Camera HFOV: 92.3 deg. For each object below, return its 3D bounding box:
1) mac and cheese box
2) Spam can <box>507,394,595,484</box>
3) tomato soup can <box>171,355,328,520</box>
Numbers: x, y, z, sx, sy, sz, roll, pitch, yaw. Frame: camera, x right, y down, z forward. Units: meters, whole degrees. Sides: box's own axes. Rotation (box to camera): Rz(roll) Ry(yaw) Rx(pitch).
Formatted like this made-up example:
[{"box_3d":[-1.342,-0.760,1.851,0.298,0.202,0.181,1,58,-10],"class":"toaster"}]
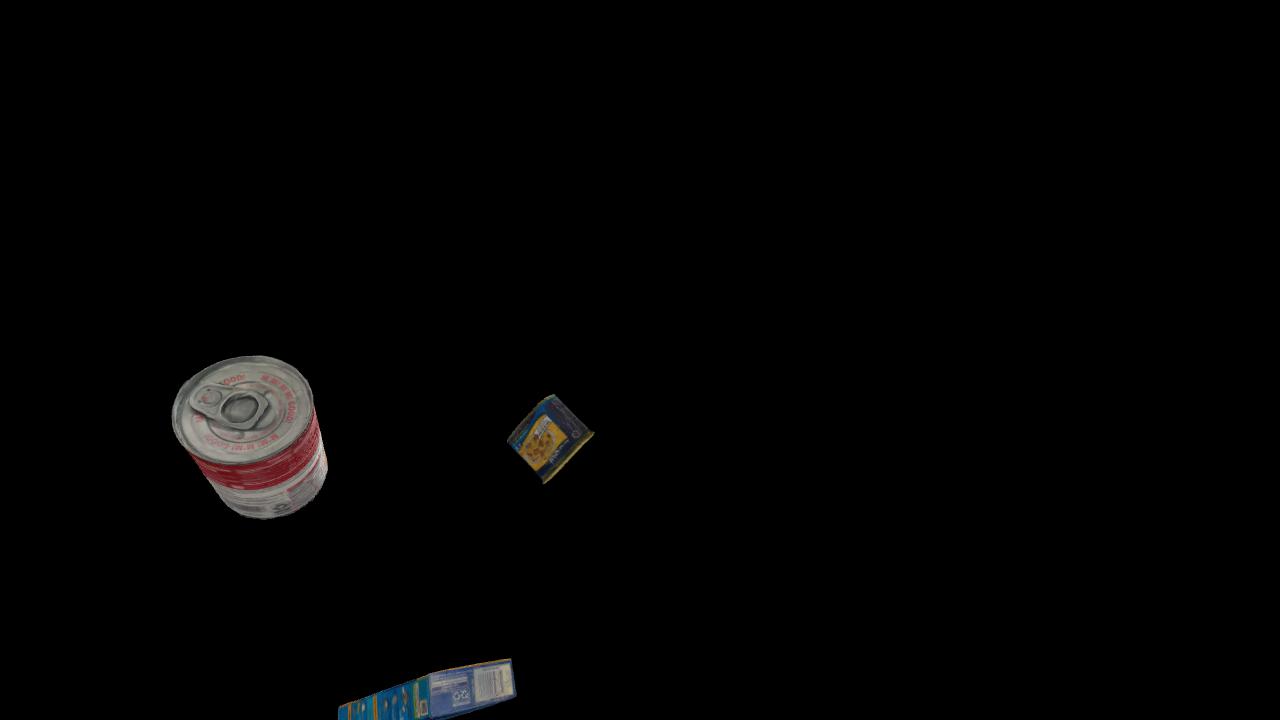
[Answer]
[{"box_3d":[-0.214,0.339,0.610,0.184,0.041,0.093,-33,-30,33],"class":"mac and cheese box"},{"box_3d":[-0.131,0.113,0.890,0.101,0.085,0.058,-47,-5,19],"class":"Spam can"},{"box_3d":[-0.232,0.051,0.378,0.068,0.068,0.101,0,-31,-21],"class":"tomato soup can"}]
